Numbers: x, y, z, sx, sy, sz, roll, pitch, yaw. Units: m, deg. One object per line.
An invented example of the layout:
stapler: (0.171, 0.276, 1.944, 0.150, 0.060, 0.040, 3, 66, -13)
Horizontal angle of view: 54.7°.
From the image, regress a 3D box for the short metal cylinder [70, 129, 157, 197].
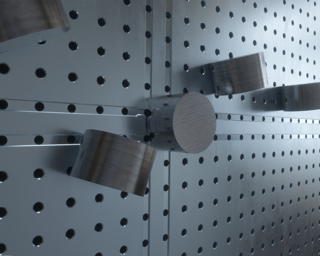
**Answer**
short metal cylinder: (-0.049, 0.038, 0.332, 0.080, 0.080, 0.050, 26, 74, -37)

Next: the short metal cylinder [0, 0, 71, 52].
short metal cylinder: (-0.125, -0.100, 0.268, 0.081, 0.080, 0.050, -29, 109, -36)

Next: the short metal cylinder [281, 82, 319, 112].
short metal cylinder: (0.283, -0.062, 0.610, 0.081, 0.080, 0.050, -12, 98, -39)

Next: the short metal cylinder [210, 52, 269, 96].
short metal cylinder: (0.121, -0.083, 0.474, 0.081, 0.080, 0.050, -21, 104, -38)

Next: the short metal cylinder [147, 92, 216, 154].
short metal cylinder: (0.030, -0.007, 0.418, 0.081, 0.050, 0.079, 0, 90, -40)
